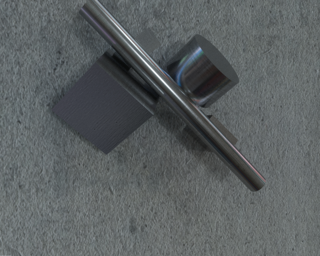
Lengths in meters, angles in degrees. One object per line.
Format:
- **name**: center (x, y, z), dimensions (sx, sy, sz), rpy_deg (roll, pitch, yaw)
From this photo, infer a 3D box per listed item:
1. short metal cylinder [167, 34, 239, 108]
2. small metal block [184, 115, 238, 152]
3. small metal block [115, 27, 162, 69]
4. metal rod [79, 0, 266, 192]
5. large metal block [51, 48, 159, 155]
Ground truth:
- **short metal cylinder**: center (0.055, -0.072, 0.396), dimensions (0.080, 0.080, 0.050), rpy_deg (41, 118, -16)
- **small metal block**: center (0.069, 0.009, 0.420), dimensions (0.050, 0.050, 0.025), rpy_deg (43, 77, -16)
- **small metal block**: center (-0.033, -0.094, 0.386), dimensions (0.050, 0.050, 0.025), rpy_deg (-40, 103, -16)
- **metal rod**: center (0.025, -0.029, 0.367), dimensions (0.300, 0.025, 0.025), rpy_deg (45, 76, -15)
- **large metal block**: center (-0.060, -0.029, 0.357), dimensions (0.080, 0.050, 0.080), rpy_deg (43, 117, -16)
